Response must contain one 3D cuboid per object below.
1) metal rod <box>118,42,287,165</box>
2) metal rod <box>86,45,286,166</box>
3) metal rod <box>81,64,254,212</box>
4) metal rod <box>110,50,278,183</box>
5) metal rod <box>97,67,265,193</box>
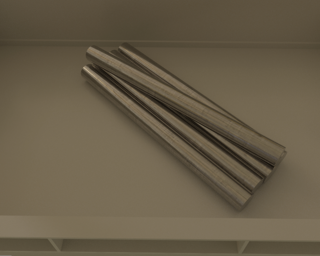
[{"bbox_3d":[0.043,-0.046,0.442,0.025,0.025,0.300,-36,59,-26],"label":"metal rod"},{"bbox_3d":[0.016,-0.040,0.403,0.300,0.025,0.025,32,57,23],"label":"metal rod"},{"bbox_3d":[-0.008,-0.003,0.406,0.025,0.025,0.300,-36,59,-26],"label":"metal rod"},{"bbox_3d":[0.026,-0.030,0.429,0.025,0.025,0.300,-36,59,-26],"label":"metal rod"},{"bbox_3d":[0.007,-0.018,0.419,0.025,0.025,0.300,-36,59,-26],"label":"metal rod"}]
